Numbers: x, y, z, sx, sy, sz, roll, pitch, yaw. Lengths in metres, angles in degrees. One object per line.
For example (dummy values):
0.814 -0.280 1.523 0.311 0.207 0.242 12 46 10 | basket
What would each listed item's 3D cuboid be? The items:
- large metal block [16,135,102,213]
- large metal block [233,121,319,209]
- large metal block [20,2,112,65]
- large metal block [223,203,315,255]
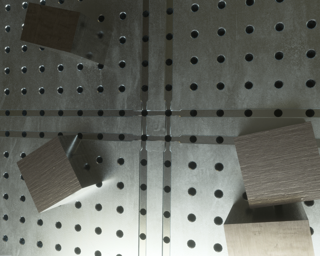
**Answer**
-0.146 0.064 0.449 0.080 0.050 0.080 -31 80 17 | large metal block
0.135 0.040 0.352 0.080 0.050 0.080 -14 86 19 | large metal block
-0.126 -0.127 0.426 0.080 0.080 0.050 17 96 19 | large metal block
0.120 0.117 0.341 0.080 0.080 0.050 -9 87 19 | large metal block
